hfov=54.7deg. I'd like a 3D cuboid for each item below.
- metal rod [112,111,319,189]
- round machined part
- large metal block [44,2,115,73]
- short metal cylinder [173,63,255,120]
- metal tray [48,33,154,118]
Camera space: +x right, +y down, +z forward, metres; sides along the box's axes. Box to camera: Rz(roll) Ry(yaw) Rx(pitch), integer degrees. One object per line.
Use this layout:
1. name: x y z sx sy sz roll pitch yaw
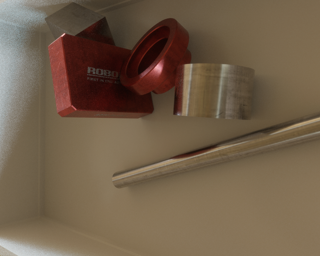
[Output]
1. metal rod: 0.051 0.034 0.363 0.299 0.025 0.025 -21 77 37
2. round machined part: -0.001 -0.080 0.376 0.098 0.042 0.098 -35 36 30
3. large metal block: -0.110 -0.125 0.451 0.080 0.050 0.080 34 155 34
4. short metal cylinder: 0.056 -0.036 0.324 0.080 0.081 0.050 7 94 39
5. metal tray: -0.069 -0.060 0.393 0.030 0.131 0.090 -18 79 40
